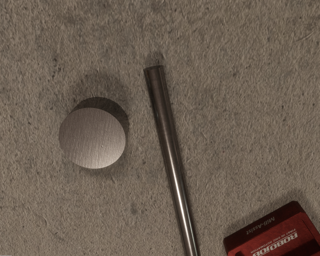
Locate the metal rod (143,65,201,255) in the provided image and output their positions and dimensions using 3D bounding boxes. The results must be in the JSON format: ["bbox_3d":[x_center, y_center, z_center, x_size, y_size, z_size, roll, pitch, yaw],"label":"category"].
[{"bbox_3d":[0.021,0.062,0.433,0.025,0.025,0.298,-11,110,3],"label":"metal rod"}]

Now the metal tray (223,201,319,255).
[{"bbox_3d":[0.177,0.180,0.476,0.130,0.030,0.090,-34,107,11],"label":"metal tray"}]

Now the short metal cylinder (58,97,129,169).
[{"bbox_3d":[-0.082,0.005,0.397,0.081,0.050,0.079,0,110,-1],"label":"short metal cylinder"}]
